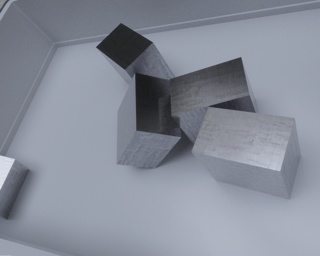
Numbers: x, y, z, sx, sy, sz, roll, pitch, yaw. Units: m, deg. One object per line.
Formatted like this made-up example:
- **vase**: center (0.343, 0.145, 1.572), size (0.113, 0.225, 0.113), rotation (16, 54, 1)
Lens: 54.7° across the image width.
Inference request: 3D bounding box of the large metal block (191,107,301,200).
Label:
- **large metal block**: center (0.089, 0.025, 0.308), size (0.080, 0.080, 0.050), rotation (10, 67, 32)

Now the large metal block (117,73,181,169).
- **large metal block**: center (-0.017, -0.006, 0.376), size (0.080, 0.050, 0.080), rotation (125, 148, -50)

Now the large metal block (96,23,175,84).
- **large metal block**: center (-0.033, -0.092, 0.444), size (0.050, 0.080, 0.080), rotation (-46, 51, -3)

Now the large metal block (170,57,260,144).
- **large metal block**: center (0.065, -0.024, 0.351), size (0.080, 0.080, 0.050), rotation (-15, 56, 20)

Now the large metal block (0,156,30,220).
- **large metal block**: center (-0.256, 0.082, 0.457), size (0.080, 0.050, 0.080), rotation (12, 66, 8)
